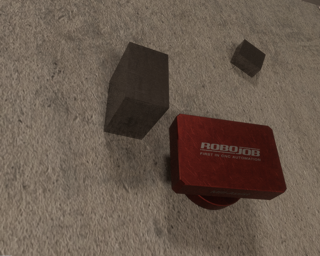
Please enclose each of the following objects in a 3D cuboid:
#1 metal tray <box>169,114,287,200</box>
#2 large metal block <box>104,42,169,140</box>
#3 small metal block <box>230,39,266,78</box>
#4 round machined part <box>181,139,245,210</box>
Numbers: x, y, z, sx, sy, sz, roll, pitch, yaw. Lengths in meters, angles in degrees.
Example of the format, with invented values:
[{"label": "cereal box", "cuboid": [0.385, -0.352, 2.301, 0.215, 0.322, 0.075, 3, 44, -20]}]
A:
[{"label": "metal tray", "cuboid": [0.079, 0.035, 0.373, 0.131, 0.030, 0.090, 7, 58, -14]}, {"label": "large metal block", "cuboid": [-0.030, -0.043, 0.380, 0.050, 0.080, 0.080, 14, 56, -21]}, {"label": "small metal block", "cuboid": [0.164, -0.129, 0.574, 0.050, 0.025, 0.050, 34, 51, -6]}, {"label": "round machined part", "cuboid": [0.072, 0.052, 0.402, 0.099, 0.042, 0.098, 14, 56, -21]}]
